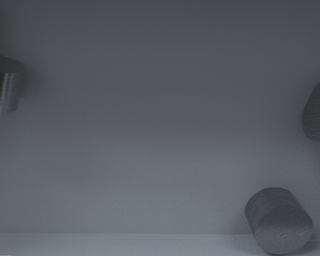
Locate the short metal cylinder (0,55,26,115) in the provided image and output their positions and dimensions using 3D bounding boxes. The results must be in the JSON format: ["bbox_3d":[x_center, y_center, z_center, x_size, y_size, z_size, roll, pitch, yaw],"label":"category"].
[{"bbox_3d":[-0.204,-0.054,0.359,0.080,0.080,0.050,17,109,-7],"label":"short metal cylinder"}]

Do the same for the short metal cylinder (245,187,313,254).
[{"bbox_3d":[0.171,0.134,0.450,0.081,0.050,0.079,0,110,-1],"label":"short metal cylinder"}]

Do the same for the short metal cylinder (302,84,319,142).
[{"bbox_3d":[0.222,-0.016,0.379,0.050,0.080,0.079,16,109,-6],"label":"short metal cylinder"}]
